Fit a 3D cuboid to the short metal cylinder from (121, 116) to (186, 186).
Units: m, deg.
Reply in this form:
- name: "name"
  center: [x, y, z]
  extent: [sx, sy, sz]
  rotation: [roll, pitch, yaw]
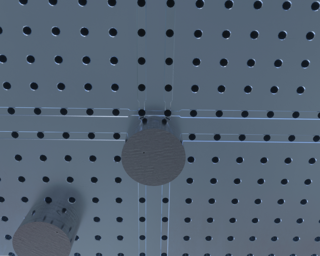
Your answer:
- name: "short metal cylinder"
  center: [-0.008, 0.029, 0.411]
  extent: [0.081, 0.050, 0.079]
  rotation: [0, 110, -1]

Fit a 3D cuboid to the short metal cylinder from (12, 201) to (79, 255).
- name: "short metal cylinder"
  center: [-0.165, 0.155, 0.455]
  extent: [0.081, 0.050, 0.079]
  rotation: [0, 110, -1]
